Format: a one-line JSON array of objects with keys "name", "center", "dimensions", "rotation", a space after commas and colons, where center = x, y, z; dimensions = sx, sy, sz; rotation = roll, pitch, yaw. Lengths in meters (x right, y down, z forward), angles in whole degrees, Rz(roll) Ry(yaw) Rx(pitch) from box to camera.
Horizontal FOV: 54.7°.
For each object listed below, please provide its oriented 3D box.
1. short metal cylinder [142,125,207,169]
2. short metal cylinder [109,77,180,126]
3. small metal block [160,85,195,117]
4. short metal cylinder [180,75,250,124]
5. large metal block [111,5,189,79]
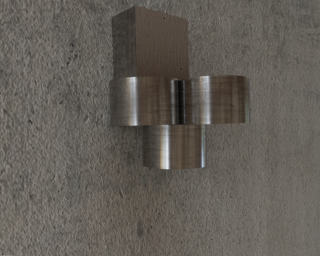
[{"name": "short metal cylinder", "center": [0.018, 0.021, 0.386], "dimensions": [0.081, 0.080, 0.050], "rotation": [-1, 91, -40]}, {"name": "short metal cylinder", "center": [-0.017, -0.029, 0.356], "dimensions": [0.081, 0.080, 0.050], "rotation": [-3, 92, -40]}, {"name": "small metal block", "center": [0.022, -0.030, 0.411], "dimensions": [0.025, 0.050, 0.050], "rotation": [1, 89, -40]}, {"name": "short metal cylinder", "center": [0.062, -0.030, 0.358], "dimensions": [0.081, 0.080, 0.050], "rotation": [-3, 92, -40]}, {"name": "large metal block", "center": [-0.011, -0.095, 0.381], "dimensions": [0.081, 0.050, 0.079], "rotation": [-2, 92, -40]}]
